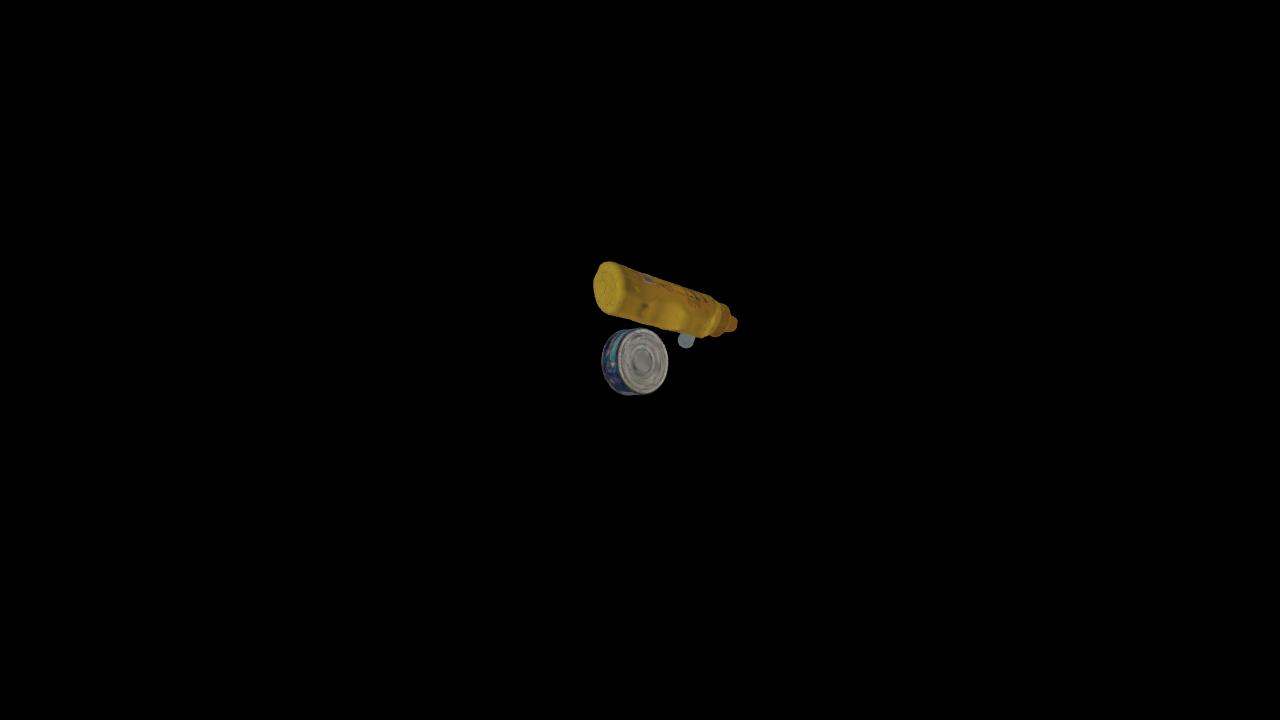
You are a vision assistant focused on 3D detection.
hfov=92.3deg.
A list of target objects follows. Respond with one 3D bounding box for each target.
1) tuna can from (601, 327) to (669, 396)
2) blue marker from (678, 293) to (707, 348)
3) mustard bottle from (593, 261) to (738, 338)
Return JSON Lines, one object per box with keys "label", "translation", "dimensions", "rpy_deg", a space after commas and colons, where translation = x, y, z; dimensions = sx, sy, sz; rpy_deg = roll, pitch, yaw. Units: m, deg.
{"label": "tuna can", "translation": [-0.005, 0.002, 0.763], "dimensions": [0.084, 0.084, 0.034], "rpy_deg": [0, -3, -38]}
{"label": "blue marker", "translation": [0.068, -0.051, 0.760], "dimensions": [0.020, 0.020, 0.121], "rpy_deg": [0, 30, 17]}
{"label": "mustard bottle", "translation": [0.040, -0.063, 0.728], "dimensions": [0.184, 0.054, 0.092], "rpy_deg": [14, 18, -28]}
